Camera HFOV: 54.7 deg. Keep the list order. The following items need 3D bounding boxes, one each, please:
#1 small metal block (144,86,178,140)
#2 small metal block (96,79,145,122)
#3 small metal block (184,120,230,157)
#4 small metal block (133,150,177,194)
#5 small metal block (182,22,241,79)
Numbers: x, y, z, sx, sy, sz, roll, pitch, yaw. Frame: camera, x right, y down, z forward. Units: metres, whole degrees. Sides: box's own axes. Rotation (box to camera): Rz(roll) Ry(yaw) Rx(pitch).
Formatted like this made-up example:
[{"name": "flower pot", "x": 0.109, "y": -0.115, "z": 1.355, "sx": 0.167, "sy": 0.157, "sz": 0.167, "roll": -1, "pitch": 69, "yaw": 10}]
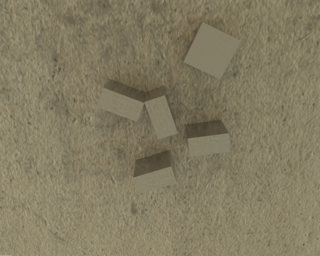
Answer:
[{"name": "small metal block", "x": 0.001, "y": -0.020, "z": 0.389, "sx": 0.025, "sy": 0.050, "sz": 0.050, "roll": -18, "pitch": 109, "yaw": 6}, {"name": "small metal block", "x": -0.046, "y": -0.035, "z": 0.383, "sx": 0.050, "sy": 0.050, "sz": 0.025, "roll": 20, "pitch": 109, "yaw": -8}, {"name": "small metal block", "x": 0.060, "y": 0.012, "z": 0.402, "sx": 0.050, "sy": 0.050, "sz": 0.025, "roll": -7, "pitch": 110, "yaw": 2}, {"name": "small metal block", "x": -0.006, "y": 0.058, "z": 0.418, "sx": 0.050, "sy": 0.050, "sz": 0.025, "roll": -17, "pitch": 109, "yaw": 6}, {"name": "small metal block", "x": 0.061, "y": -0.094, "z": 0.376, "sx": 0.050, "sy": 0.025, "sz": 0.050, "roll": 23, "pitch": 108, "yaw": -9}]
